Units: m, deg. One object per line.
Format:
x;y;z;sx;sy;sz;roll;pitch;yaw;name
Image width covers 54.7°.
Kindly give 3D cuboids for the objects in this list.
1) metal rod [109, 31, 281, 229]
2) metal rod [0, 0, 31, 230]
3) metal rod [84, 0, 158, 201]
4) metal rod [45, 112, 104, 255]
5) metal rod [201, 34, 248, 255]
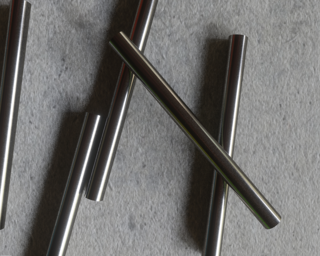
0.043;0.003;0.384;0.025;0.025;0.300;-40;91;0;metal rod
-0.201;-0.017;0.407;0.025;0.025;0.298;7;90;-1;metal rod
-0.048;-0.052;0.409;0.025;0.025;0.298;15;90;-1;metal rod
-0.126;0.126;0.408;0.025;0.025;0.298;16;90;-1;metal rod
0.085;0.028;0.411;0.025;0.025;0.298;7;90;-1;metal rod
